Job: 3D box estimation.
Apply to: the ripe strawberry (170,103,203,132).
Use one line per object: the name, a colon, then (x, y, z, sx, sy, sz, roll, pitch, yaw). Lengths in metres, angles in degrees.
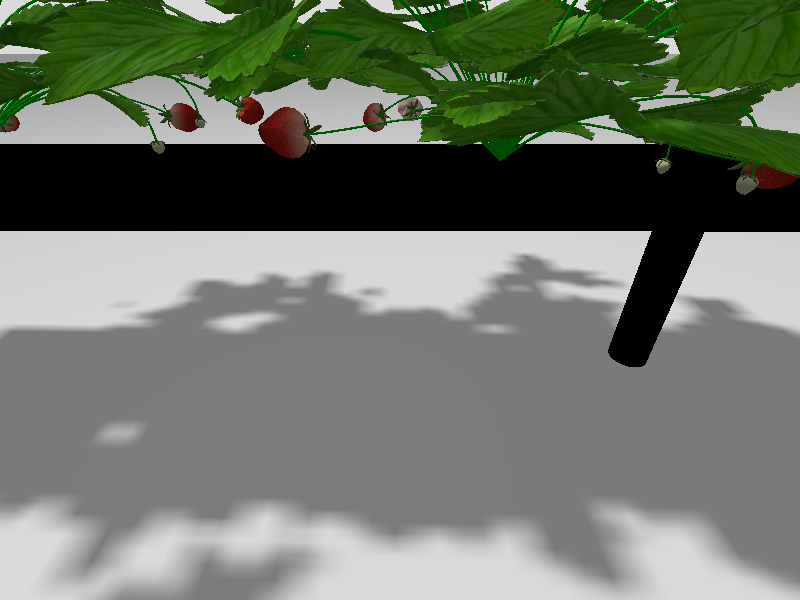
ripe strawberry: (-0.232, -0.198, 0.435, 0.033, 0.028, 0.033, -14, 33, -43)

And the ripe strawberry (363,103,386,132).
ripe strawberry: (-0.029, -0.200, 0.439, 0.025, 0.028, 0.027, -26, 25, -34)

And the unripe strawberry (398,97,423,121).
unripe strawberry: (0.012, -0.237, 0.496, 0.031, 0.028, 0.028, -12, 34, -17)

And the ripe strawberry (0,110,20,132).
ripe strawberry: (-0.432, -0.196, 0.437, 0.026, 0.023, 0.026, -17, 36, -24)

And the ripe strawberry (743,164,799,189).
ripe strawberry: (0.260, -0.093, 0.274, 0.034, 0.033, 0.032, 13, 35, 18)

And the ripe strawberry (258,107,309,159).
ripe strawberry: (-0.100, -0.143, 0.344, 0.042, 0.041, 0.039, 2, 33, 5)

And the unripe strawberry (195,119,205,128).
unripe strawberry: (-0.213, -0.189, 0.428, 0.010, 0.010, 0.009, -22, 39, -30)

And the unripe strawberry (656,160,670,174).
unripe strawberry: (0.199, -0.101, 0.303, 0.010, 0.010, 0.011, 11, 35, 17)

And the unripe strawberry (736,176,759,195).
unripe strawberry: (0.221, -0.073, 0.256, 0.011, 0.011, 0.011, 21, 39, 29)

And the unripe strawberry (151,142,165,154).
unripe strawberry: (-0.201, -0.127, 0.333, 0.010, 0.010, 0.009, 0, 33, 1)

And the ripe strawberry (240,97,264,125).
ripe strawberry: (-0.176, -0.223, 0.474, 0.029, 0.030, 0.026, -5, 28, -45)
